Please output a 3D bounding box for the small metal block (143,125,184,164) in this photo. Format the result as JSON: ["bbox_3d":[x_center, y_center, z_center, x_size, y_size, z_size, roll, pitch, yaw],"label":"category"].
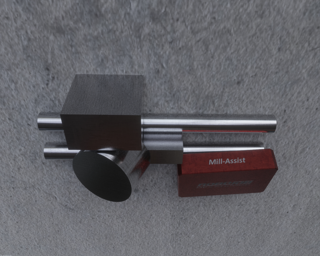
[{"bbox_3d":[0.004,0.021,0.409,0.050,0.050,0.025,1,130,-1],"label":"small metal block"}]

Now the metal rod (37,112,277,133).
[{"bbox_3d":[-0.003,-0.007,0.403,0.302,0.025,0.025,1,130,-1],"label":"metal rod"}]

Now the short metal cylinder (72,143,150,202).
[{"bbox_3d":[-0.059,0.045,0.383,0.080,0.050,0.079,15,131,18],"label":"short metal cylinder"}]

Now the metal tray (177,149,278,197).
[{"bbox_3d":[0.091,0.067,0.445,0.131,0.030,0.090,-4,148,1],"label":"metal tray"}]

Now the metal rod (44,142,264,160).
[{"bbox_3d":[-0.008,0.032,0.436,0.302,0.025,0.025,0,130,-1],"label":"metal rod"}]

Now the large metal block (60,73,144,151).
[{"bbox_3d":[-0.060,-0.020,0.355,0.081,0.080,0.050,1,130,-1],"label":"large metal block"}]
